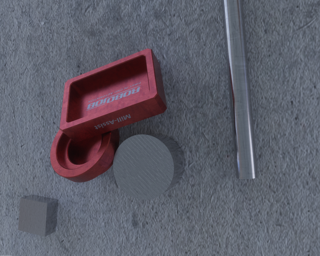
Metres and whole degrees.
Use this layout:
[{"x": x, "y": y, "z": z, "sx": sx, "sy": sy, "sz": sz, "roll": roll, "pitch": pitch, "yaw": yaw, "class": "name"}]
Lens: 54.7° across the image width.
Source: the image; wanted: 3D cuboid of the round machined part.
[{"x": -0.096, "y": 0.027, "z": 0.420, "sx": 0.098, "sy": 0.042, "sz": 0.098, "roll": -14, "pitch": 57, "yaw": 23, "class": "round machined part"}]

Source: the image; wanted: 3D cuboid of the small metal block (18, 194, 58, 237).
[{"x": -0.187, "y": 0.133, "z": 0.475, "sx": 0.050, "sy": 0.025, "sz": 0.050, "roll": 5, "pitch": 92, "yaw": 19, "class": "small metal block"}]

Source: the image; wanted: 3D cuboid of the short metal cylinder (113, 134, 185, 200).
[{"x": -0.013, "y": 0.047, "z": 0.400, "sx": 0.080, "sy": 0.050, "sz": 0.080, "roll": 0, "pitch": 90, "yaw": 20, "class": "short metal cylinder"}]

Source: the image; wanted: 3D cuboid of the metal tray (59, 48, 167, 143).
[{"x": -0.061, "y": -0.042, "z": 0.398, "sx": 0.130, "sy": 0.030, "sz": 0.090, "roll": -18, "pitch": 51, "yaw": 13, "class": "metal tray"}]

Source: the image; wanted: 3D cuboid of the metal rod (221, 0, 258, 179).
[{"x": 0.093, "y": -0.089, "z": 0.376, "sx": 0.025, "sy": 0.025, "sz": 0.298, "roll": -5, "pitch": 88, "yaw": 20, "class": "metal rod"}]
